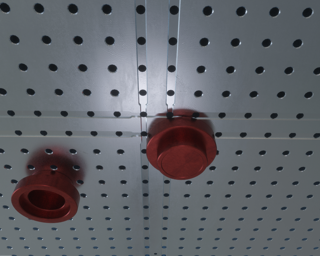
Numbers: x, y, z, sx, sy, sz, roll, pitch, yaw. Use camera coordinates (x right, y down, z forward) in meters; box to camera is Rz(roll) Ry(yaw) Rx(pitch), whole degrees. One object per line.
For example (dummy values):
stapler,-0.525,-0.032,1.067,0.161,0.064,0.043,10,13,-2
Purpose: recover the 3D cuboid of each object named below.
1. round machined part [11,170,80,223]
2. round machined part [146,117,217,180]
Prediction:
round machined part,-0.176,0.104,0.487,0.099,0.042,0.097,0,130,0
round machined part,0.030,0.035,0.430,0.099,0.042,0.097,0,130,0
